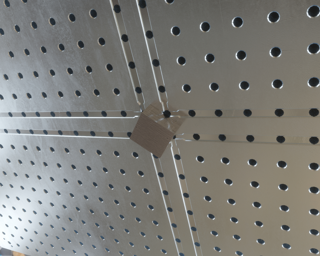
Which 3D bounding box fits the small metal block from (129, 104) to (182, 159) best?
[{"bbox_3d":[-0.007,0.005,0.418,0.050,0.025,0.050,33,129,6],"label":"small metal block"}]
